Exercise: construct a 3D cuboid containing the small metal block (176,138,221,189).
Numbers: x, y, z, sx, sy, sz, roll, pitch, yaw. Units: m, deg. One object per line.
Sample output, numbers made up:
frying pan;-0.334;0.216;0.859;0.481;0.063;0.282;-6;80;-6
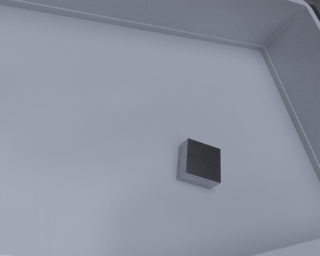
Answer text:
small metal block;0.051;0.047;0.406;0.050;0.025;0.050;19;54;-18
